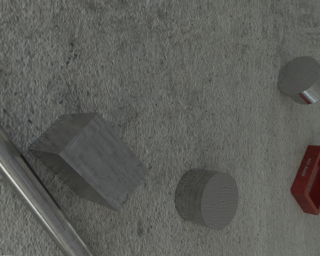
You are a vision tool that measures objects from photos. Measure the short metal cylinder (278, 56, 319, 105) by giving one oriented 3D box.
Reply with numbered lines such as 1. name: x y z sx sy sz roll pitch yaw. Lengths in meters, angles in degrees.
1. short metal cylinder: 0.280 -0.092 0.604 0.050 0.080 0.080 26 74 -37

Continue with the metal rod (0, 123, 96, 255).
1. metal rod: -0.131 0.048 0.295 0.025 0.025 0.299 -41 115 -32

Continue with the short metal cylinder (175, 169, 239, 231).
1. short metal cylinder: 0.068 0.101 0.446 0.081 0.050 0.079 0 90 -40

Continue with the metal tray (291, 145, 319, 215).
1. metal tray: 0.341 0.114 0.687 0.090 0.030 0.130 50 61 -29

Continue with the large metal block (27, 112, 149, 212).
1. large metal block: -0.072 0.032 0.309 0.050 0.080 0.080 -52 121 -27
